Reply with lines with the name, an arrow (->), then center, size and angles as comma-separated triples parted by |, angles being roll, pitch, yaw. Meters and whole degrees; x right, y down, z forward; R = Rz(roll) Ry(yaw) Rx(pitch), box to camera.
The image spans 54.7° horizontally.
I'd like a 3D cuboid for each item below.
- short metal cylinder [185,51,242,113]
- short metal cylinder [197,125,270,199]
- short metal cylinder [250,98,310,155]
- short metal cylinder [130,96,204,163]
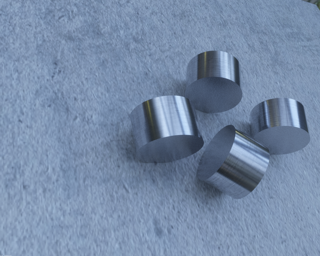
short metal cylinder -> 0.078, -0.066, 0.453 | 0.081, 0.080, 0.050 | 19, 54, -18
short metal cylinder -> 0.091, 0.043, 0.394 | 0.050, 0.080, 0.080 | 31, 52, -9
short metal cylinder -> 0.180, -0.001, 0.469 | 0.081, 0.080, 0.050 | 19, 54, -17
short metal cylinder -> 0.007, 0.004, 0.372 | 0.081, 0.080, 0.050 | 3, 61, -27
